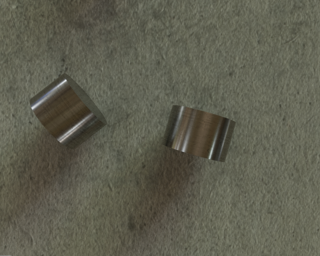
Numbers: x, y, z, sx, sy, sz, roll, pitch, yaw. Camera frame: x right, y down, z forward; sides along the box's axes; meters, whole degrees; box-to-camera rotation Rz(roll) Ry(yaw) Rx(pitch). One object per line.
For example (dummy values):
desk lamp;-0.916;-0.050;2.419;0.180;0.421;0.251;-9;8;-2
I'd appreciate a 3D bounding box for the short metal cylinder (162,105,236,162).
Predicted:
short metal cylinder;0.047;0.007;0.383;0.080;0.080;0.050;16;90;-1

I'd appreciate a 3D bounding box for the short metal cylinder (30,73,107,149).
short metal cylinder;-0.111;-0.020;0.381;0.050;0.080;0.080;-38;91;0
